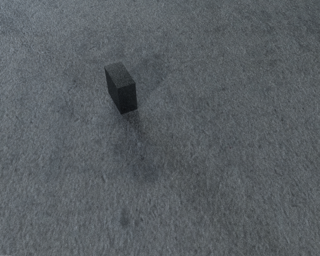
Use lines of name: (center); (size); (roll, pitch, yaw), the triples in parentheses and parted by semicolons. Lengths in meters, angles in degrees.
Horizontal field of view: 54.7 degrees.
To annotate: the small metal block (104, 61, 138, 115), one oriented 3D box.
small metal block: (-0.054, -0.056, 0.433); (0.025, 0.050, 0.050); (-21, 53, -17)
